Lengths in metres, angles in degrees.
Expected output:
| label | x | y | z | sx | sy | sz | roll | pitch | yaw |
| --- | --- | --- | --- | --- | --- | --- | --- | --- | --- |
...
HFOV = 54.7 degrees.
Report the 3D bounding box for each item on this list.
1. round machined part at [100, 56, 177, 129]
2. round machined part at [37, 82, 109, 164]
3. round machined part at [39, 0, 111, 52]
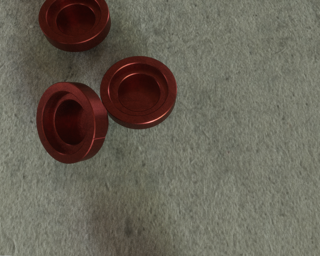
| label | x | y | z | sx | sy | sz | roll | pitch | yaw |
| --- | --- | --- | --- | --- | --- | --- | --- | --- | --- |
| round machined part | -0.027 | -0.044 | 0.415 | 0.099 | 0.042 | 0.098 | 0 | 70 | -1 |
| round machined part | -0.103 | -0.008 | 0.383 | 0.098 | 0.042 | 0.097 | 3 | 97 | 30 |
| round machined part | -0.121 | -0.152 | 0.453 | 0.099 | 0.042 | 0.098 | 0 | 70 | -1 |
